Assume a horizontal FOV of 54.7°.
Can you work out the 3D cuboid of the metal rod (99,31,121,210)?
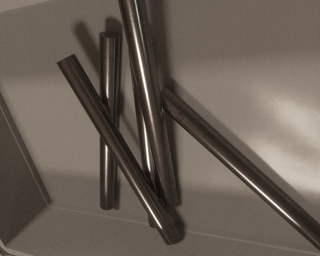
[{"bbox_3d":[-0.076,0.011,0.453,0.025,0.025,0.298,19,126,17],"label":"metal rod"}]

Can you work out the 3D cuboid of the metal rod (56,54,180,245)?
[{"bbox_3d":[-0.049,0.041,0.423,0.025,0.025,0.299,-16,110,34],"label":"metal rod"}]

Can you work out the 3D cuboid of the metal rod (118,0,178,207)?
[{"bbox_3d":[-0.006,-0.008,0.377,0.025,0.025,0.298,9,131,23],"label":"metal rod"}]

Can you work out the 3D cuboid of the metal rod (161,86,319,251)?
[{"bbox_3d":[0.111,0.058,0.384,0.300,0.025,0.025,42,129,-2],"label":"metal rod"}]

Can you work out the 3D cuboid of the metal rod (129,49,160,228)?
[{"bbox_3d":[-0.016,0.025,0.431,0.025,0.025,0.298,10,123,23],"label":"metal rod"}]
